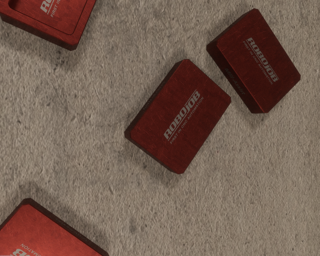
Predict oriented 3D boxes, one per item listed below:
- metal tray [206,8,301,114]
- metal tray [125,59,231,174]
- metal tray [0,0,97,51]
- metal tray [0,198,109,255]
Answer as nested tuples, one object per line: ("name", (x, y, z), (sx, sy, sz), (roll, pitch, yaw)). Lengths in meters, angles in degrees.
("metal tray", (0.141, -0.097, 0.460), (0.090, 0.030, 0.130), (-43, 104, -15))
("metal tray", (0.026, -0.015, 0.417), (0.090, 0.030, 0.130), (39, 77, -16))
("metal tray", (-0.118, -0.169, 0.362), (0.091, 0.030, 0.130), (22, 82, -19))
("metal tray", (-0.133, 0.155, 0.358), (0.130, 0.030, 0.090), (43, 76, -16))
